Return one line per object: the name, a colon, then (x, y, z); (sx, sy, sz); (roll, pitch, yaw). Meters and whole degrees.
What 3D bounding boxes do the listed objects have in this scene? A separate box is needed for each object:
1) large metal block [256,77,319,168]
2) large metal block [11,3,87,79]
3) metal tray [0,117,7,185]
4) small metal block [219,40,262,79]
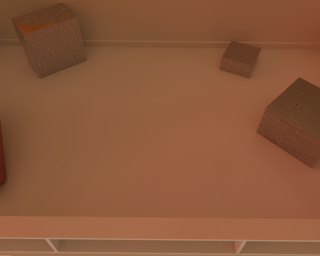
large metal block: (0.187, -0.009, 0.399); (0.080, 0.050, 0.080); (-37, 60, -27)
large metal block: (-0.169, -0.135, 0.481); (0.081, 0.080, 0.050); (-28, 56, -22)
metal tray: (-0.233, 0.007, 0.350); (0.091, 0.030, 0.129); (-9, 83, -8)
small metal block: (0.130, -0.111, 0.500); (0.050, 0.025, 0.050); (21, 53, 16)
